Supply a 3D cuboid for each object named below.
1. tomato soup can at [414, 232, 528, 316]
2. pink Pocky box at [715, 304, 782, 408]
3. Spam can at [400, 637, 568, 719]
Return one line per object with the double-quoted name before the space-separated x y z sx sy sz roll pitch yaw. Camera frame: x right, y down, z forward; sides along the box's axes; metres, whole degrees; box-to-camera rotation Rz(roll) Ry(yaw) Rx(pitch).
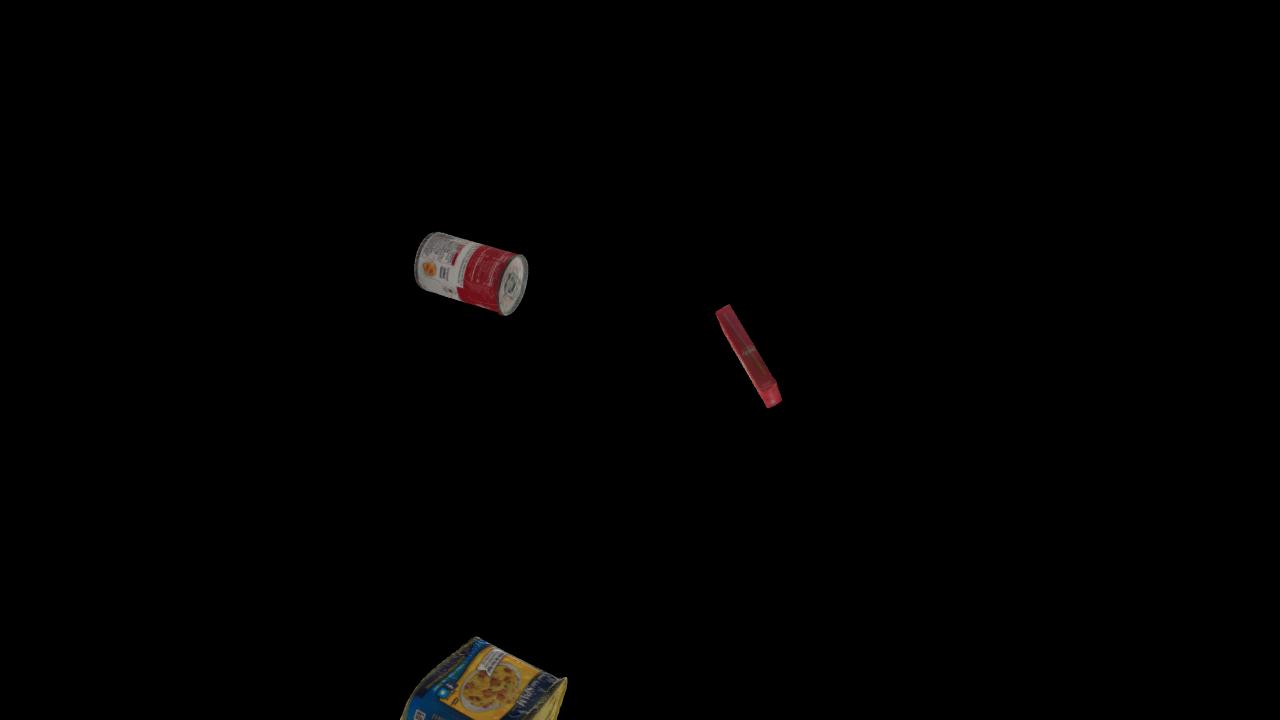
"tomato soup can" -0.181 -0.094 0.661 0.101 0.068 0.068 17 3 9
"pink Pocky box" 0.168 -0.005 0.954 0.029 0.155 0.084 -29 -28 6
"Spam can" -0.114 0.260 0.455 0.085 0.058 0.101 19 4 15
